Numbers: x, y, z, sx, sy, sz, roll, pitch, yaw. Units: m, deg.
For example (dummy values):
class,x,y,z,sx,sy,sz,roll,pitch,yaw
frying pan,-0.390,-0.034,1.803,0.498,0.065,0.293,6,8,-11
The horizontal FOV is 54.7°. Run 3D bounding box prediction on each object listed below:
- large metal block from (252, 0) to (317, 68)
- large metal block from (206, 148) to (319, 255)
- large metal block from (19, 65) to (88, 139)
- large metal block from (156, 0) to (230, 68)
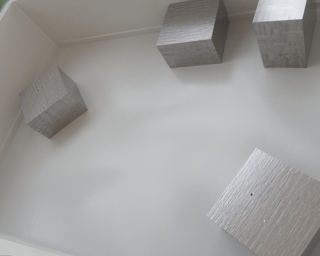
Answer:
class,x,y,z,sx,sy,sz,roll,pitch,yaw
large metal block,0.152,-0.128,0.369,0.050,0.080,0.080,7,65,31
large metal block,0.105,0.078,0.286,0.080,0.050,0.080,32,79,38
large metal block,-0.176,-0.043,0.509,0.080,0.050,0.080,-36,51,4
large metal block,0.050,-0.137,0.448,0.080,0.050,0.080,1,62,28
